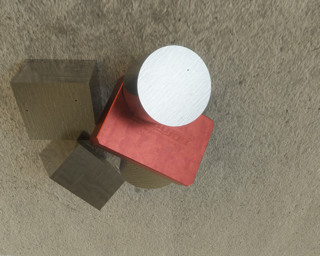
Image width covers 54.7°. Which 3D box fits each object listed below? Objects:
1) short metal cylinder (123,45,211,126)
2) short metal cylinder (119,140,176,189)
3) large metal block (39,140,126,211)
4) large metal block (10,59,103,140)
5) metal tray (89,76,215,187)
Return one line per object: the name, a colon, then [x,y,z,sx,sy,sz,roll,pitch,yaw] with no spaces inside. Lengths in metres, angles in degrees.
short metal cylinder: [0.006,-0.043,0.330,0.081,0.050,0.079,-2,95,-23]
short metal cylinder: [-0.013,0.039,0.426,0.081,0.050,0.079,0,130,0]
large metal block: [-0.103,0.051,0.406,0.050,0.080,0.080,-50,122,-7]
large metal block: [-0.114,-0.032,0.361,0.081,0.050,0.079,1,130,-1]
metal tray: [-0.005,0.004,0.371,0.131,0.090,0.030,29,164,-22]
